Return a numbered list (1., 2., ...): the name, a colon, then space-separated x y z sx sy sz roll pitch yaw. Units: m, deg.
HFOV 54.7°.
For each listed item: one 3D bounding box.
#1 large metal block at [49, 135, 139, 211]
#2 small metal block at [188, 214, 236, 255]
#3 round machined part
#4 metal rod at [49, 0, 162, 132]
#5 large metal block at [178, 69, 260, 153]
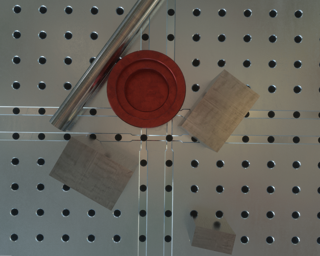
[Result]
1. large metal block: -0.076 0.051 0.385 0.080 0.080 0.050 30 90 0
2. small metal block: 0.065 0.136 0.401 0.050 0.050 0.025 13 90 0
3. round machined part: -0.017 -0.049 0.405 0.099 0.042 0.097 0 90 0
4. metal rod: -0.048 -0.123 0.412 0.025 0.025 0.299 36 90 0
5. large metal block: 0.068 -0.019 0.386 0.050 0.080 0.080 37 90 0
